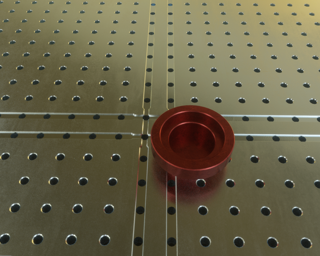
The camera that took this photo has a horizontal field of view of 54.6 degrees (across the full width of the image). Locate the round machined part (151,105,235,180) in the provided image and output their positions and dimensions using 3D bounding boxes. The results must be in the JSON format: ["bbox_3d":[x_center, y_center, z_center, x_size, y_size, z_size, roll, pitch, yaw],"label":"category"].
[{"bbox_3d":[0.038,0.021,0.379,0.099,0.042,0.098,0,50,0],"label":"round machined part"}]
